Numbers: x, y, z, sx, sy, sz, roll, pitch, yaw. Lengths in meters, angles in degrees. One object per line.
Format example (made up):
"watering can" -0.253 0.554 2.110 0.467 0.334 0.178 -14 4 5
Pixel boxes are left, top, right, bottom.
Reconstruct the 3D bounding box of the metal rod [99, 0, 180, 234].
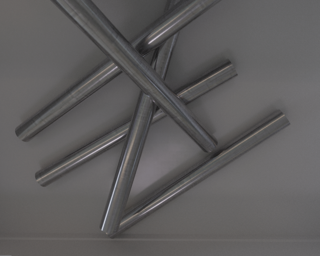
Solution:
"metal rod" -0.022 -0.010 0.380 0.025 0.025 0.298 17 99 -6

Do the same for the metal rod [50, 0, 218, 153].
"metal rod" -0.017 -0.055 0.325 0.025 0.025 0.300 -37 132 12

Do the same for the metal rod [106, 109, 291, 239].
"metal rod" 0.044 0.071 0.437 0.300 0.025 0.025 -35 107 12

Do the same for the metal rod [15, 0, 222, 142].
"metal rod" -0.062 -0.067 0.364 0.300 0.025 0.025 -32 107 19

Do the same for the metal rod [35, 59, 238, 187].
"metal rod" -0.038 -0.002 0.410 0.300 0.025 0.025 -30 108 10
